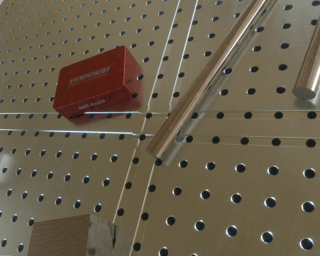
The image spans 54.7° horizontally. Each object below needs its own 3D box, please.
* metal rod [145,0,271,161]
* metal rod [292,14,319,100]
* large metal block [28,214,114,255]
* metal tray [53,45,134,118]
[{"bbox_3d":[0.076,-0.086,0.420,0.025,0.025,0.300,26,76,36],"label":"metal rod"},{"bbox_3d":[0.225,-0.167,0.392,0.025,0.025,0.300,14,69,33],"label":"metal rod"},{"bbox_3d":[-0.102,0.149,0.353,0.080,0.050,0.080,-14,56,20],"label":"large metal block"},{"bbox_3d":[-0.107,-0.074,0.505,0.130,0.030,0.090,-14,56,19],"label":"metal tray"}]
